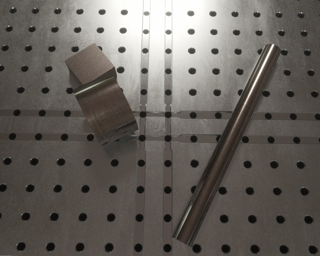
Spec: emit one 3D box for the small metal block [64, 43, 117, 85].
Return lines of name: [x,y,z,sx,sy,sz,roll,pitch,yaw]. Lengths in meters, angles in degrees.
small metal block: [-0.098,-0.085,0.442,0.050,0.025,0.050,-36,74,-13]

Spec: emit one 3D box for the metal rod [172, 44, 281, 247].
metal rod: [0.095,0.009,0.409,0.025,0.025,0.300,27,72,9]

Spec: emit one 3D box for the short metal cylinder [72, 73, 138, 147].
short metal cylinder: [-0.068,-0.023,0.390,0.050,0.080,0.080,-27,73,-10]
